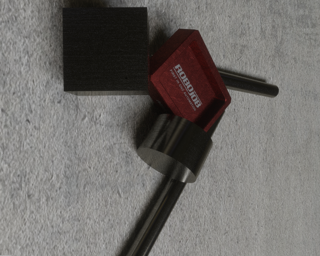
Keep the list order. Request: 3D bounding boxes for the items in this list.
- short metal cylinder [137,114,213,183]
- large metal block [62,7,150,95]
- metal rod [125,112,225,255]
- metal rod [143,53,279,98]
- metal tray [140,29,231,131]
[{"bbox_3d":[0.019,0.026,0.387,0.080,0.080,0.050,44,63,-32],"label":"short metal cylinder"},{"bbox_3d":[-0.052,-0.076,0.320,0.081,0.050,0.079,-1,91,0],"label":"large metal block"},{"bbox_3d":[0.016,0.086,0.420,0.025,0.025,0.300,47,62,-30],"label":"metal rod"},{"bbox_3d":[0.099,-0.076,0.489,0.302,0.025,0.025,3,88,-40],"label":"metal rod"},{"bbox_3d":[0.038,-0.052,0.409,0.090,0.030,0.130,-49,130,-15],"label":"metal tray"}]
